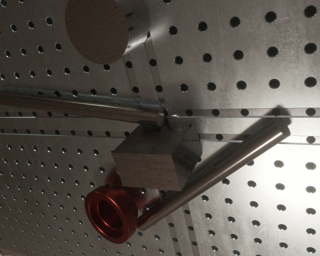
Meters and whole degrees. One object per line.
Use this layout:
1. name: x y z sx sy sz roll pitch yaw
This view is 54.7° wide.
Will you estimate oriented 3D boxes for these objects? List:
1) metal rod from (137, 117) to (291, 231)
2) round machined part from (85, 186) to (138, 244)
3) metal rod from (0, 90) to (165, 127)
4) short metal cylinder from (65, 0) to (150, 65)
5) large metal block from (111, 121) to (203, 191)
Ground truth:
1. metal rod: 0.052 0.081 0.432 0.025 0.025 0.298 43 129 -2
2. round machined part: -0.076 0.139 0.516 0.098 0.042 0.097 17 121 31
3. metal rod: -0.135 -0.033 0.459 0.301 0.025 0.025 8 122 23
4. short metal cylinder: -0.058 -0.118 0.351 0.080 0.050 0.079 13 124 20
5. large metal block: -0.001 0.032 0.395 0.080 0.080 0.050 -1 118 28
